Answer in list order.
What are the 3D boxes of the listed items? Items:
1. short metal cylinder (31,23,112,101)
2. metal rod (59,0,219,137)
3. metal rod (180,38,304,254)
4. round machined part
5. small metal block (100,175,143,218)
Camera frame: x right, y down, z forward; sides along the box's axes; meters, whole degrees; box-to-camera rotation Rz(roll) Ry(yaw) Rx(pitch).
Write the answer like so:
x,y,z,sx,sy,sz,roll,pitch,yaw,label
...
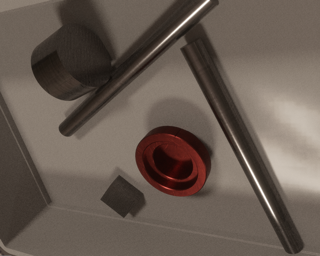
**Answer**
x,y,z,sx,sy,sz,roll,pitch,yaw,label
-0.107,-0.079,0.379,0.050,0.080,0.080,-20,108,35,short metal cylinder
-0.049,-0.064,0.393,0.299,0.025,0.025,-34,100,38,metal rod
0.105,0.033,0.373,0.025,0.025,0.299,-19,109,35,metal rod
0.021,0.039,0.410,0.098,0.042,0.097,13,124,20,round machined part
-0.063,0.113,0.510,0.050,0.025,0.050,38,129,2,small metal block
